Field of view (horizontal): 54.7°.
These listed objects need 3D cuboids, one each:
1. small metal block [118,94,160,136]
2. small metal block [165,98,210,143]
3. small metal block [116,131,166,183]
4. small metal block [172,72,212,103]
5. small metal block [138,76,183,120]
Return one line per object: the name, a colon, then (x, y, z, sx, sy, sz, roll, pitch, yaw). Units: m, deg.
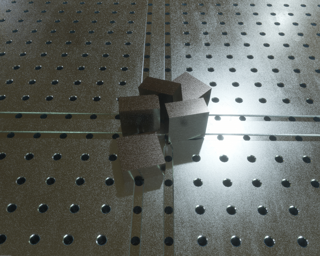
small metal block: (-0.026, -0.016, 0.404, 0.050, 0.050, 0.025, -5, 51, -4)
small metal block: (0.033, -0.009, 0.400, 0.050, 0.050, 0.025, -9, 51, -8)
small metal block: (-0.024, 0.034, 0.378, 0.050, 0.025, 0.050, -10, 51, -9)
small metal block: (0.038, -0.049, 0.450, 0.050, 0.025, 0.050, 38, 59, 27)
small metal block: (0.002, -0.038, 0.419, 0.050, 0.050, 0.025, 16, 51, 23)
